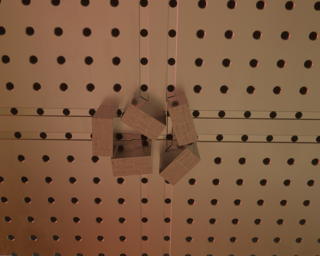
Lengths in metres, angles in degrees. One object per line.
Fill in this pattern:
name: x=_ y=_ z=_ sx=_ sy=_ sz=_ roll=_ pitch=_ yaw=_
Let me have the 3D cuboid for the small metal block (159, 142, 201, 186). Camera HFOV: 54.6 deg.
small metal block: x=0.025 y=0.041 z=0.415 sx=0.025 sy=0.050 sz=0.050 roll=41 pitch=105 yaw=-13

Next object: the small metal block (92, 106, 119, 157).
small metal block: x=-0.070 y=0.003 z=0.401 sx=0.025 sy=0.050 sz=0.050 roll=3 pitch=111 yaw=-1

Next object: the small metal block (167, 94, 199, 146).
small metal block: x=0.028 y=-0.012 z=0.395 sx=0.025 sy=0.050 sz=0.050 roll=-15 pitch=109 yaw=5

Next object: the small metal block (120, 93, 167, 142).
small metal block: x=-0.020 y=-0.015 z=0.394 sx=0.050 sy=0.050 sz=0.025 roll=32 pitch=108 yaw=-12

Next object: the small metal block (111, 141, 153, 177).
small metal block: x=-0.035 y=0.040 z=0.414 sx=0.050 sy=0.050 sz=0.025 roll=-5 pitch=110 yaw=1
